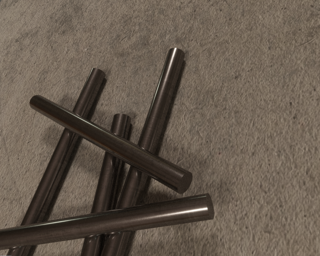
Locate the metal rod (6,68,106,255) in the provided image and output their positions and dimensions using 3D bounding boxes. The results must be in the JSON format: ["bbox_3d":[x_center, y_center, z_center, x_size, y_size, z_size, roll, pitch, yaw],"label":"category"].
[{"bbox_3d":[-0.143,0.040,0.452,0.025,0.025,0.300,4,63,29],"label":"metal rod"}]

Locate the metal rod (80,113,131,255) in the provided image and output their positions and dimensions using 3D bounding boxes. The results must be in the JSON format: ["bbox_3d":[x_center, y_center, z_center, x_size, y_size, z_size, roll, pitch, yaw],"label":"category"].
[{"bbox_3d":[-0.073,0.117,0.368,0.025,0.025,0.299,-5,59,25],"label":"metal rod"}]

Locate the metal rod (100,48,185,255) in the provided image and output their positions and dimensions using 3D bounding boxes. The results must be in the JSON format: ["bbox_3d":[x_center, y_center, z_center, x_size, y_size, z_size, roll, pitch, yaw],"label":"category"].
[{"bbox_3d":[-0.016,0.022,0.397,0.025,0.025,0.300,3,63,29],"label":"metal rod"}]

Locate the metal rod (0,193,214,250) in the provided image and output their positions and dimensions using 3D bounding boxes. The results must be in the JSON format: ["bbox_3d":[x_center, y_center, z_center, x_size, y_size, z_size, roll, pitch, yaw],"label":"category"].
[{"bbox_3d":[-0.089,0.111,0.347,0.301,0.025,0.025,-15,56,19],"label":"metal rod"}]

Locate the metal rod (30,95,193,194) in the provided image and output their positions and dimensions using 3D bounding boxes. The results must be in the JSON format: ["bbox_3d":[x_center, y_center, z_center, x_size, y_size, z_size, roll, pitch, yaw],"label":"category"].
[{"bbox_3d":[-0.085,0.008,0.408,0.300,0.025,0.025,24,75,36],"label":"metal rod"}]
